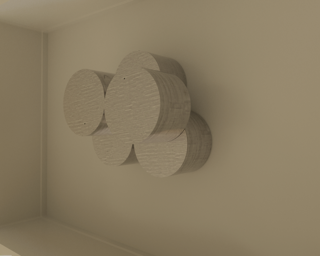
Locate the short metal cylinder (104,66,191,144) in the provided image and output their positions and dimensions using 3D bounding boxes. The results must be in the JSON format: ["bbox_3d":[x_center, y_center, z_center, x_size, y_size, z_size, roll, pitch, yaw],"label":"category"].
[{"bbox_3d":[-0.014,-0.023,0.334,0.080,0.050,0.080,0,90,40],"label":"short metal cylinder"}]

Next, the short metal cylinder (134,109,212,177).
[{"bbox_3d":[0.015,0.017,0.376,0.080,0.050,0.080,0,90,40],"label":"short metal cylinder"}]

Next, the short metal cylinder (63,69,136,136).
[{"bbox_3d":[-0.076,-0.030,0.386,0.080,0.050,0.080,0,90,40],"label":"short metal cylinder"}]

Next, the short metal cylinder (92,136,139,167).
[{"bbox_3d":[-0.048,0.011,0.428,0.080,0.050,0.080,0,90,40],"label":"short metal cylinder"}]

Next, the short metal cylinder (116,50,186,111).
[{"bbox_3d":[-0.013,-0.055,0.400,0.080,0.050,0.080,0,90,40],"label":"short metal cylinder"}]
